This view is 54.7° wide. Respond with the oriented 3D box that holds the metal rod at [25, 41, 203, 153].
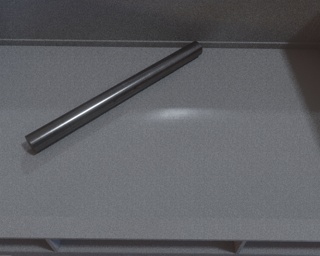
[{"bbox_3d":[-0.050,-0.056,0.451,0.302,0.025,0.025,-35,58,-26],"label":"metal rod"}]
